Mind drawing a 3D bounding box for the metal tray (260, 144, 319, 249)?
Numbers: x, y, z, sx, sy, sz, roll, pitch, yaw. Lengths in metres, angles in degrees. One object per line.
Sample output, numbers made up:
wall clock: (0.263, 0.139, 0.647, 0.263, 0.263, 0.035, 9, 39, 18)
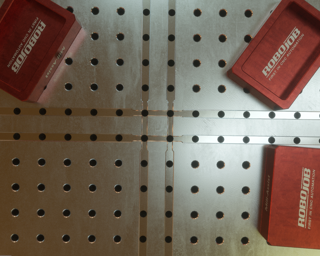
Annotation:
metal tray: (0.188, 0.090, 0.412, 0.090, 0.030, 0.129, 5, 90, 0)

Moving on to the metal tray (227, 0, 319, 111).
metal tray: (0.164, -0.099, 0.411, 0.090, 0.030, 0.130, 36, 90, 0)

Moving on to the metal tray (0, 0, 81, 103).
metal tray: (-0.177, -0.110, 0.409, 0.090, 0.030, 0.130, 31, 90, 0)
